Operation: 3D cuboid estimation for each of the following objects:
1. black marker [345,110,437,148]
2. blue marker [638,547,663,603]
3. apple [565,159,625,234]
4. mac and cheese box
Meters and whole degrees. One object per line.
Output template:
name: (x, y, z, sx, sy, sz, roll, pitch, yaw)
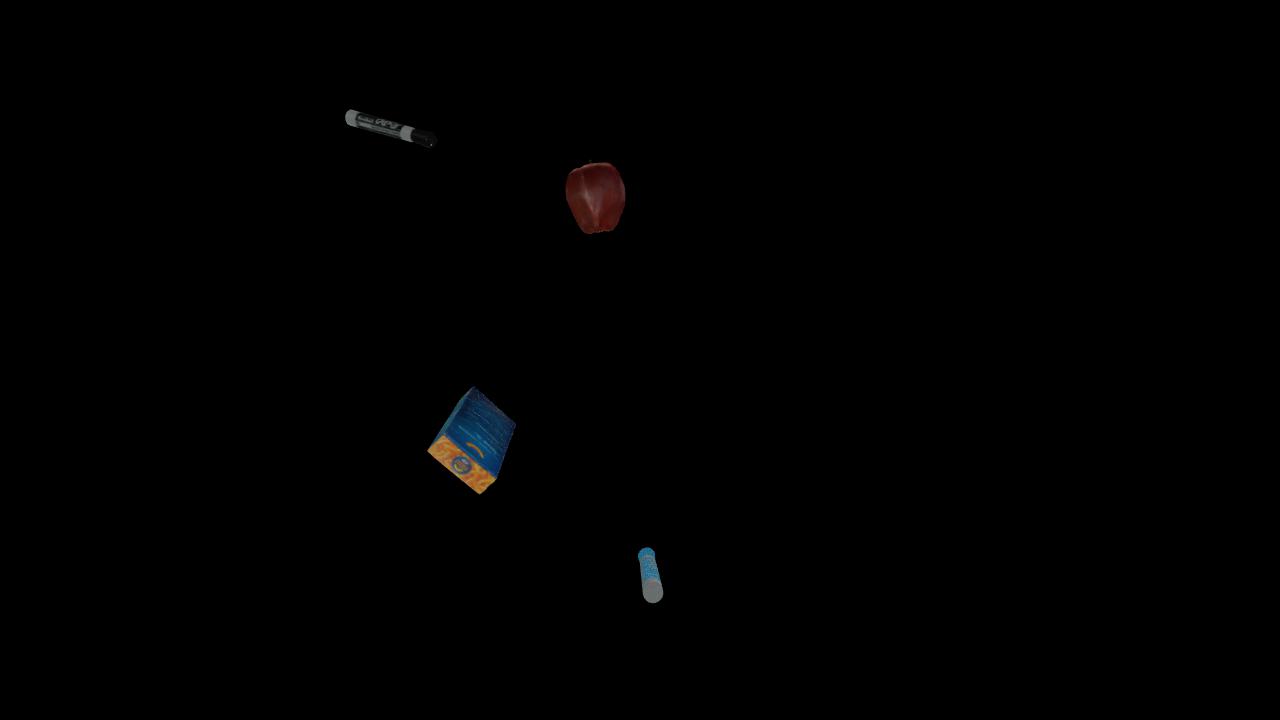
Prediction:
black marker: (-0.295, -0.274, 0.731, 0.121, 0.020, 0.020, 19, 4, 13)
blue marker: (0.009, 0.212, 0.616, 0.020, 0.020, 0.121, 0, -1, -2)
apple: (-0.056, -0.213, 0.799, 0.079, 0.093, 0.079, -9, 12, 2)
mac and cheese box: (-0.232, 0.108, 0.873, 0.041, 0.093, 0.184, -42, 14, 9)
